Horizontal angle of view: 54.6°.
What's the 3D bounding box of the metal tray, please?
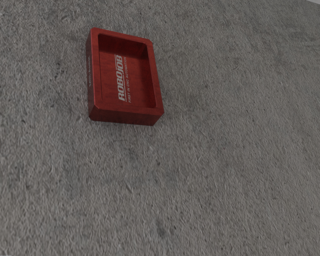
[{"bbox_3d":[-0.049,-0.069,0.415,0.091,0.030,0.130,5,59,-26],"label":"metal tray"}]
